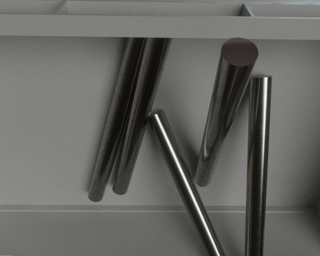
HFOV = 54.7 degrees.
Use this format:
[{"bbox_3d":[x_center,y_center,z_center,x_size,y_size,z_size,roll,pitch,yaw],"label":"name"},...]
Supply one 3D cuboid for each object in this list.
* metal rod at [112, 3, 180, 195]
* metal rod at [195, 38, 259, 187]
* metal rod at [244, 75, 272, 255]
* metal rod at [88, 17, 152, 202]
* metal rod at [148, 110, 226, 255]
[{"bbox_3d":[-0.028,-0.007,0.386,0.025,0.025,0.298,10,134,-9],"label":"metal rod"},{"bbox_3d":[0.060,0.014,0.345,0.025,0.025,0.299,-2,154,2],"label":"metal rod"},{"bbox_3d":[0.125,0.083,0.402,0.025,0.025,0.298,-2,106,2],"label":"metal rod"},{"bbox_3d":[-0.060,0.001,0.408,0.025,0.025,0.298,13,129,-11],"label":"metal rod"},{"bbox_3d":[0.052,0.117,0.421,0.025,0.025,0.299,-21,100,16],"label":"metal rod"}]
